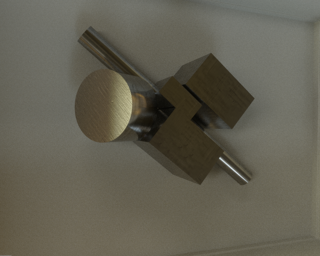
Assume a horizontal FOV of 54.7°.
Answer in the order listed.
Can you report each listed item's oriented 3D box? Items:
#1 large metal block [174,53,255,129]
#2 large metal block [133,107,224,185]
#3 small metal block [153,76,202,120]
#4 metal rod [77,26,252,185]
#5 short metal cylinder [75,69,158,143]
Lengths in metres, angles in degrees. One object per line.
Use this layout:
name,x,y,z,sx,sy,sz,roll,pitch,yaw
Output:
large metal block,0.059,-0.044,0.404,0.080,0.080,0.050,42,77,-16
large metal block,0.018,0.021,0.388,0.080,0.080,0.050,41,77,-16
small metal block,0.016,-0.034,0.378,0.050,0.050,0.025,43,77,-16
metal rod,0.017,-0.020,0.417,0.300,0.025,0.025,41,77,-16
short metal cylinder,-0.050,-0.024,0.356,0.050,0.080,0.079,1,90,-60
